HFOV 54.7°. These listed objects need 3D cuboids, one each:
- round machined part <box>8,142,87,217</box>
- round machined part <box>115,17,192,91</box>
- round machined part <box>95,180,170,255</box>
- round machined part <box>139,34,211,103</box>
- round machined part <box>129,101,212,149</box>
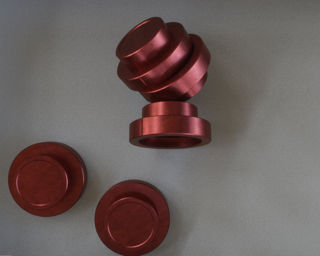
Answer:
[{"bbox_3d":[-0.148,0.067,0.401,0.099,0.042,0.097,0,90,-1],"label":"round machined part"},{"bbox_3d":[-0.014,-0.094,0.372,0.098,0.098,0.042,-43,126,0],"label":"round machined part"},{"bbox_3d":[-0.036,0.119,0.403,0.099,0.042,0.097,0,90,-1],"label":"round machined part"},{"bbox_3d":[0.019,-0.067,0.385,0.098,0.098,0.042,-43,126,0],"label":"round machined part"},{"bbox_3d":[0.012,-0.003,0.377,0.099,0.098,0.042,0,76,-1],"label":"round machined part"}]
